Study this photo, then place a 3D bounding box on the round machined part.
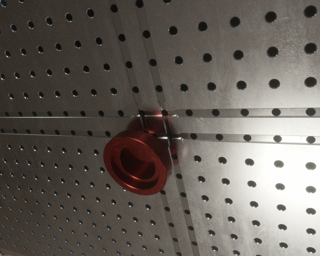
[{"bbox_3d":[-0.028,0.044,0.441,0.098,0.042,0.097,13,124,20],"label":"round machined part"}]
